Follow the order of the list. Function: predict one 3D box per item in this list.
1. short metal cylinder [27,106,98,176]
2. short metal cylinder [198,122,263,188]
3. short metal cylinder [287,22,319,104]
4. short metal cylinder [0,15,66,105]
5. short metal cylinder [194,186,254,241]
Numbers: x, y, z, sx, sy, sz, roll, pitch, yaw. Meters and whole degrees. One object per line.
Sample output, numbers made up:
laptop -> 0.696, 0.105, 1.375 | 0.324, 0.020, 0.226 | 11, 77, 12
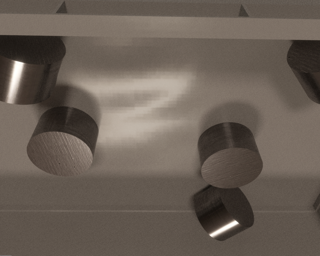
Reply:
short metal cylinder -> -0.125, 0.018, 0.406 | 0.081, 0.050, 0.079 | 0, 130, 0
short metal cylinder -> 0.095, 0.038, 0.427 | 0.081, 0.050, 0.079 | 0, 130, 0
short metal cylinder -> 0.180, -0.069, 0.317 | 0.080, 0.080, 0.050 | -32, 124, 23
short metal cylinder -> -0.142, -0.069, 0.312 | 0.080, 0.080, 0.050 | 20, 127, -17
short metal cylinder -> 0.100, 0.127, 0.483 | 0.080, 0.080, 0.050 | 34, 122, -26
